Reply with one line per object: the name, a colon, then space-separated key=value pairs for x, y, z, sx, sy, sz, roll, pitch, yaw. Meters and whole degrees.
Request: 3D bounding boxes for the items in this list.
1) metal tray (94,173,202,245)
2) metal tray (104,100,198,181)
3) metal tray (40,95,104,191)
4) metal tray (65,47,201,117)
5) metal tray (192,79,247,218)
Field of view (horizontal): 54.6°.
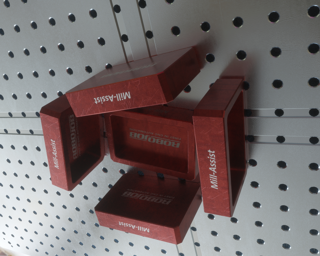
metal tray: x=-0.015 y=0.110 z=0.446 sx=0.130 sy=0.090 sz=0.030 roll=4 pitch=120 yaw=26
metal tray: x=-0.009 y=0.015 z=0.421 sx=0.130 sy=0.030 sz=0.089 roll=11 pitch=123 yaw=22
metal tray: x=-0.119 y=0.013 z=0.441 sx=0.030 sy=0.090 sz=0.129 roll=17 pitch=125 yaw=19
metal tray: x=-0.030 y=-0.052 z=0.353 sx=0.130 sy=0.090 sz=0.030 roll=-6 pitch=115 yaw=31
metal tray: x=0.071 y=0.021 z=0.344 sx=0.030 sy=0.090 sz=0.129 roll=4 pitch=120 yaw=26
